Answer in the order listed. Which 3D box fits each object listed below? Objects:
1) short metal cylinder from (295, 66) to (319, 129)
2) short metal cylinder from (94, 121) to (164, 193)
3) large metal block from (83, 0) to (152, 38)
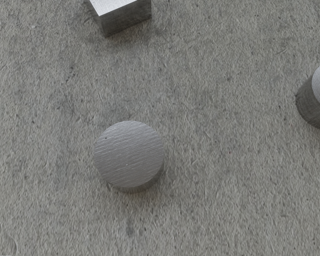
[{"bbox_3d":[0.231,-0.042,0.412,0.081,0.050,0.080,0,70,0],"label":"short metal cylinder"},{"bbox_3d":[-0.036,0.037,0.381,0.081,0.050,0.080,0,70,0],"label":"short metal cylinder"},{"bbox_3d":[-0.067,-0.196,0.466,0.080,0.050,0.080,-27,72,-10],"label":"large metal block"}]
